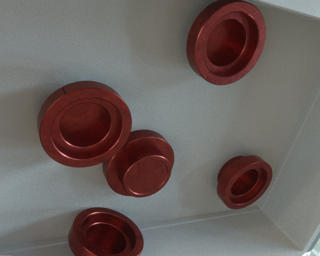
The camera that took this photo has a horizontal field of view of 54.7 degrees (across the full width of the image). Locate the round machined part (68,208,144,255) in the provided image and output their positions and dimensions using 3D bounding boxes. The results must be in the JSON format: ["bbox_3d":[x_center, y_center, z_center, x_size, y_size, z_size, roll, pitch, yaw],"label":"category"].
[{"bbox_3d":[-0.075,0.156,0.417,0.099,0.098,0.042,13,112,-34],"label":"round machined part"}]

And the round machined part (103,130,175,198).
[{"bbox_3d":[-0.024,0.055,0.418,0.099,0.042,0.097,-14,124,-21],"label":"round machined part"}]

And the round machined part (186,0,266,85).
[{"bbox_3d":[0.074,-0.105,0.373,0.099,0.042,0.097,-14,124,-21],"label":"round machined part"}]

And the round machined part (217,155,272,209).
[{"bbox_3d":[0.138,0.087,0.526,0.099,0.042,0.097,-14,124,-21],"label":"round machined part"}]

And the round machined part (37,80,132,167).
[{"bbox_3d":[-0.085,-0.008,0.346,0.099,0.042,0.097,-14,124,-21],"label":"round machined part"}]
